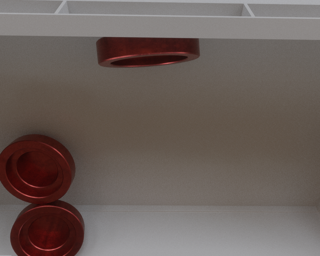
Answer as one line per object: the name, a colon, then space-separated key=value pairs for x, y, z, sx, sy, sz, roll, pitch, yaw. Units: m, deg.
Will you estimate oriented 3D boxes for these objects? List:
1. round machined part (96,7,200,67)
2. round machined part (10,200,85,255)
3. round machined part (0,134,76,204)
round machined part: x=-0.012 y=-0.086 z=0.300 sx=0.099 sy=0.098 sz=0.042 roll=-4 pitch=95 yaw=4
round machined part: x=-0.161 y=0.148 z=0.454 sx=0.099 sy=0.042 sz=0.097 roll=-3 pitch=105 yaw=-10
round machined part: x=-0.166 y=0.053 z=0.429 sx=0.099 sy=0.042 sz=0.097 roll=0 pitch=112 yaw=1
